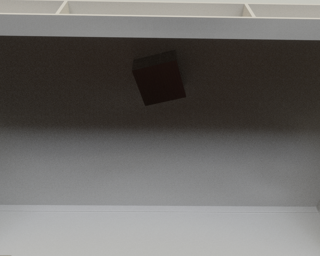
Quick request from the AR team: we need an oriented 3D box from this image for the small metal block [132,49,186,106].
[{"bbox_3d":[0.000,-0.057,0.360,0.050,0.025,0.050,-12,129,9],"label":"small metal block"}]
